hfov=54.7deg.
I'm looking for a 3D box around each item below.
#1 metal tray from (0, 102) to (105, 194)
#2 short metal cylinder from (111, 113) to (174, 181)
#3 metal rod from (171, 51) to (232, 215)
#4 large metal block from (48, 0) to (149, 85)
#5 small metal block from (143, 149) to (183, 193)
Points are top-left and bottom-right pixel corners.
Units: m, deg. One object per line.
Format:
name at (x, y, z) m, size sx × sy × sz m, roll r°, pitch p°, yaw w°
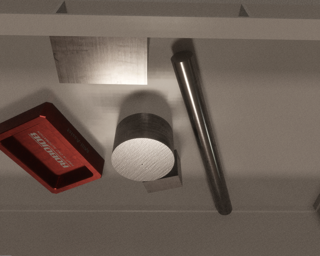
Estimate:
metal tray at (-0.151, 0.033, 0.431) m, size 0.090 × 0.030 × 0.130 m, roll -22°, pitch 127°, yaw 17°
short metal cylinder at (-0.022, 0.026, 0.415) m, size 0.081 × 0.050 × 0.079 m, roll 0°, pitch 130°, yaw 0°
metal rod at (0.067, 0.030, 0.435) m, size 0.025 × 0.025 × 0.299 m, roll -13°, pitch 129°, yaw 10°
large metal block at (-0.052, -0.085, 0.300) m, size 0.081 × 0.080 × 0.050 m, roll 1°, pitch 130°, yaw -1°
small metal block at (0.004, 0.062, 0.446) m, size 0.050 × 0.050 × 0.025 m, roll -13°, pitch 129°, yaw 10°
